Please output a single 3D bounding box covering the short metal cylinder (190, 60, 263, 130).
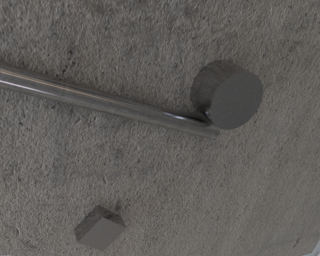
[{"bbox_3d":[0.088,-0.044,0.411,0.081,0.050,0.079,-14,124,-21],"label":"short metal cylinder"}]

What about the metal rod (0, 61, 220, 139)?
[{"bbox_3d":[-0.043,-0.025,0.367,0.302,0.025,0.025,13,112,-34],"label":"metal rod"}]

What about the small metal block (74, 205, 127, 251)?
[{"bbox_3d":[-0.087,0.146,0.450,0.050,0.025,0.050,-46,129,4],"label":"small metal block"}]
